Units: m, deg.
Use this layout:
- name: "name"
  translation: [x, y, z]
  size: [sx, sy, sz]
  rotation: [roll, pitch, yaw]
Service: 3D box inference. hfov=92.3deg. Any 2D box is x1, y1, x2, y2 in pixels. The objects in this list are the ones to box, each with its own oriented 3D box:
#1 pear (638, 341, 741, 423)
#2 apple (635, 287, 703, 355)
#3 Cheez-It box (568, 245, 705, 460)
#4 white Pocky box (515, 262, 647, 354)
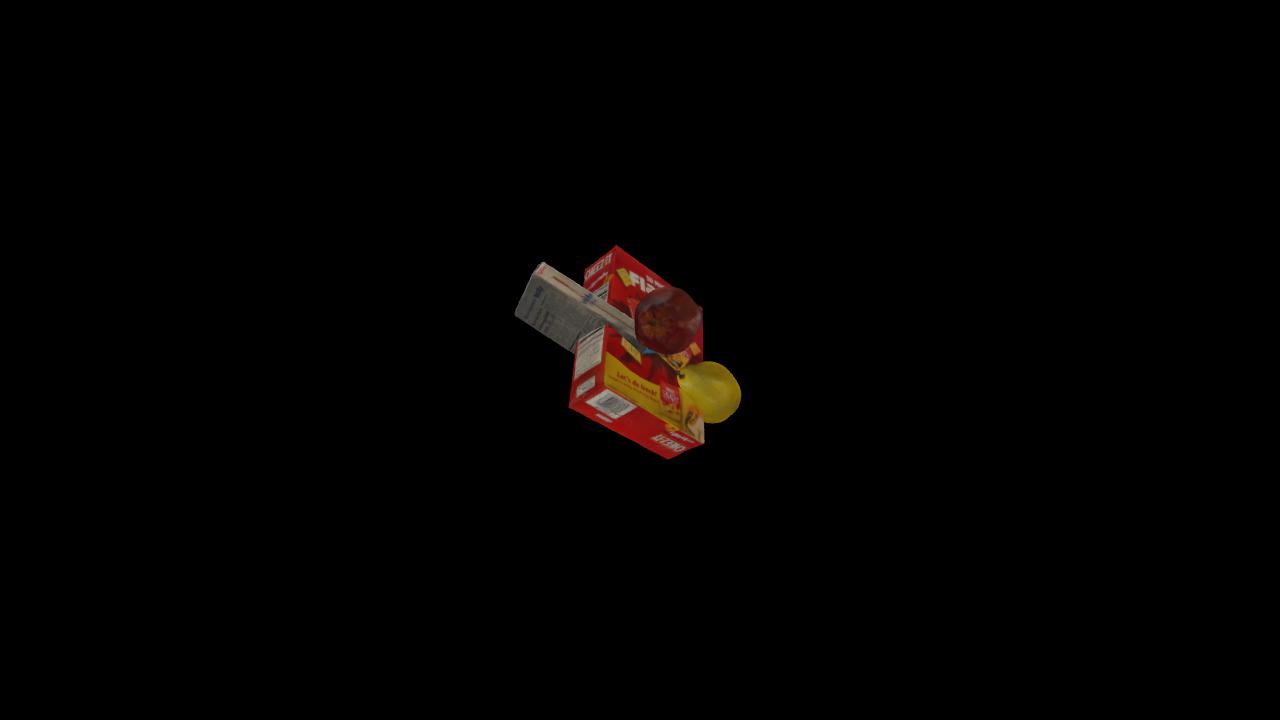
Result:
- name: "pear"
  translation: [0.070, 0.032, 0.754]
  size: [0.111, 0.080, 0.080]
  rotation: [30, -19, -36]
- name: "apple"
  translation: [0.029, -0.044, 0.702]
  size: [0.079, 0.079, 0.093]
  rotation: [0, 11, 19]
- name: "Cheez-It box"
  translation: [0.003, -0.011, 0.761]
  size: [0.166, 0.223, 0.071]
  rotation: [32, -46, -33]
- name: "white Pocky box"
  translation: [-0.067, -0.041, 0.719]
  size: [0.154, 0.028, 0.084]
  rotation: [33, -42, -5]
